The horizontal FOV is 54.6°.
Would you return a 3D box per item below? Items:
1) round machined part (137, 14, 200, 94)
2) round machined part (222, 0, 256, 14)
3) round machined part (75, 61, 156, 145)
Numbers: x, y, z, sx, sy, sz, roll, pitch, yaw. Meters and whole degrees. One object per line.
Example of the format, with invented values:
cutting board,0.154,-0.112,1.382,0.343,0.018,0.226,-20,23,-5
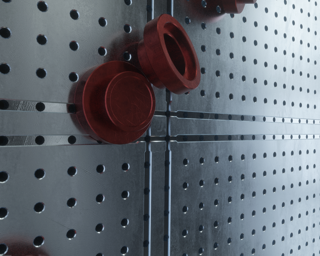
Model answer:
round machined part,0.009,-0.088,0.389,0.098,0.042,0.098,35,45,-45
round machined part,0.128,-0.228,0.478,0.098,0.042,0.098,9,91,-67
round machined part,-0.044,-0.029,0.360,0.099,0.042,0.097,0,90,-40
